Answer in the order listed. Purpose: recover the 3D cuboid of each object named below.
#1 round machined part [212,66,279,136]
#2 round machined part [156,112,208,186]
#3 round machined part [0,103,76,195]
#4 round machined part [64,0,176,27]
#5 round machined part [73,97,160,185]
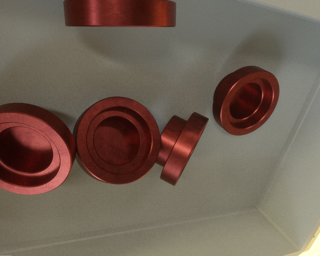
[{"bbox_3d":[0.115,-0.041,0.437,0.099,0.042,0.097,-14,125,-21],"label":"round machined part"},{"bbox_3d":[0.023,0.022,0.403,0.098,0.042,0.098,-61,171,-16],"label":"round machined part"},{"bbox_3d":[-0.136,0.018,0.320,0.099,0.042,0.097,0,119,0],"label":"round machined part"},{"bbox_3d":[-0.035,-0.112,0.276,0.099,0.098,0.042,-8,110,-25],"label":"round machined part"},{"bbox_3d":[-0.053,0.015,0.360,0.099,0.042,0.097,4,82,-27],"label":"round machined part"}]
